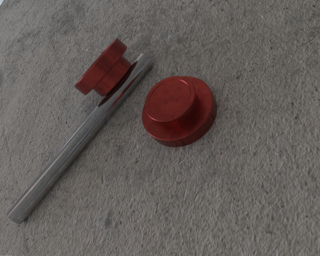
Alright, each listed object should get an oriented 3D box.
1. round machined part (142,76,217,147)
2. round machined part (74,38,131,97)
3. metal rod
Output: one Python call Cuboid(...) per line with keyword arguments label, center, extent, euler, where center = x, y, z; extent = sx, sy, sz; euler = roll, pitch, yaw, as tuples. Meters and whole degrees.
Cuboid(label="round machined part", center=(0.020, -0.028, 0.400), extent=(0.098, 0.042, 0.098), euler=(-13, 56, 21))
Cuboid(label="round machined part", center=(-0.082, -0.086, 0.469), extent=(0.098, 0.042, 0.098), euler=(-43, 19, 19))
Cuboid(label="metal rod", center=(-0.112, 0.010, 0.456), extent=(0.025, 0.025, 0.300), euler=(31, 79, 38))
